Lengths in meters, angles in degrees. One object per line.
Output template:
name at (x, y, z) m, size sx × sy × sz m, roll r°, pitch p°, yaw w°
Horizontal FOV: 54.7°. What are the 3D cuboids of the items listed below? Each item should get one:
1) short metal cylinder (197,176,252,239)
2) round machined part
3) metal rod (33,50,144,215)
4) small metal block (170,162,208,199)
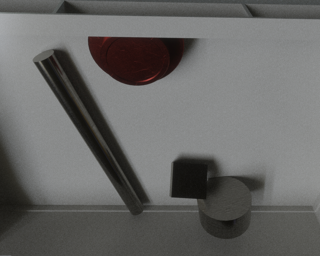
short metal cylinder at (0.099, 0.122, 0.479) m, size 0.080 × 0.080 × 0.050 m, roll -7°, pitch 130°, yaw 5°
round machined part at (-0.024, -0.082, 0.319) m, size 0.099 × 0.042 × 0.097 m, roll 0°, pitch 139°, yaw 0°
metal rod at (-0.083, 0.029, 0.432) m, size 0.025 × 0.025 × 0.299 m, roll -14°, pitch 129°, yaw 11°
small metal block at (0.042, 0.078, 0.457) m, size 0.050 × 0.050 × 0.025 m, roll 4°, pitch 171°, yaw -4°
